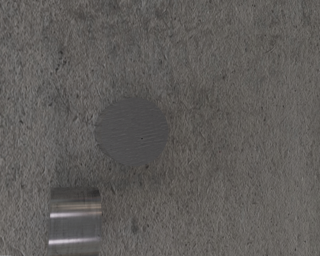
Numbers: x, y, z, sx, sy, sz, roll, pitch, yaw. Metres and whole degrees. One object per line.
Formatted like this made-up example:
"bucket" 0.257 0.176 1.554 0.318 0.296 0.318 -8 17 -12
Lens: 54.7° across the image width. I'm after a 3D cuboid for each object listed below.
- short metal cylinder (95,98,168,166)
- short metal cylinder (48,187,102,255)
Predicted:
"short metal cylinder" -0.036 0.004 0.382 0.081 0.050 0.080 0 90 -20
"short metal cylinder" -0.097 0.106 0.344 0.050 0.080 0.080 3 89 -20
